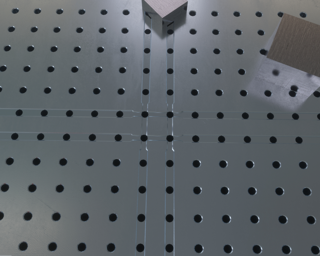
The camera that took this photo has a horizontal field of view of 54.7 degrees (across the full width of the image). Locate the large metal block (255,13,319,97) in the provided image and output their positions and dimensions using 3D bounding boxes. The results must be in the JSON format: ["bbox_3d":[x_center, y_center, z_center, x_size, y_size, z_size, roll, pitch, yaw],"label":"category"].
[{"bbox_3d":[0.193,-0.103,0.437,0.080,0.050,0.080,23,72,8],"label":"large metal block"}]

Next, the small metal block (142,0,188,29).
[{"bbox_3d":[0.007,-0.191,0.482,0.050,0.025,0.050,-38,74,-13],"label":"small metal block"}]
